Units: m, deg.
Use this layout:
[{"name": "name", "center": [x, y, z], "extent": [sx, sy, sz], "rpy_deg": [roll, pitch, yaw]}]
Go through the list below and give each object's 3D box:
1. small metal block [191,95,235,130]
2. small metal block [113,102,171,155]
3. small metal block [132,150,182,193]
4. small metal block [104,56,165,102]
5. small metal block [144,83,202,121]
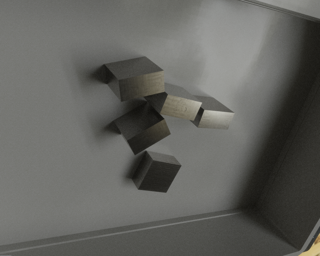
[{"name": "small metal block", "center": [0.062, -0.022, 0.415], "extent": [0.050, 0.050, 0.025], "rpy_deg": [3, 117, -30]}, {"name": "small metal block", "center": [-0.023, -0.001, 0.381], "extent": [0.050, 0.050, 0.025], "rpy_deg": [-30, 129, -9]}, {"name": "small metal block", "center": [-0.005, 0.064, 0.447], "extent": [0.050, 0.025, 0.050], "rpy_deg": [15, 111, -35]}, {"name": "small metal block", "center": [-0.029, -0.056, 0.343], "extent": [0.050, 0.050, 0.025], "rpy_deg": [-15, 125, -20]}, {"name": "small metal block", "center": [0.015, -0.035, 0.380], "extent": [0.050, 0.050, 0.025], "rpy_deg": [10, 114, -33]}]
